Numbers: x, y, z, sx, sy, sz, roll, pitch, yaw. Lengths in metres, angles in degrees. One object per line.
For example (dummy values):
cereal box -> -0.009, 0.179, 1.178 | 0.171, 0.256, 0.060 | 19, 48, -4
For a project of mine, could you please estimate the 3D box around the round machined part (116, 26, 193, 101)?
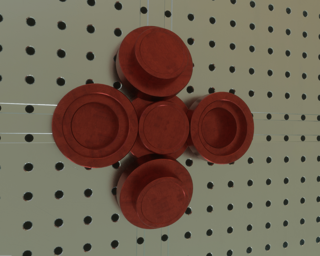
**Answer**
round machined part -> -0.003, -0.086, 0.391 | 0.099, 0.042, 0.098 | 5, 74, -17

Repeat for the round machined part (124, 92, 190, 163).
round machined part -> -0.001, -0.001, 0.403 | 0.099, 0.042, 0.097 | 0, 90, -21

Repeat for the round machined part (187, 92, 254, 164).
round machined part -> 0.078, 0.000, 0.433 | 0.099, 0.042, 0.097 | 0, 90, -21

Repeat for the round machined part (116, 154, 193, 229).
round machined part -> -0.002, 0.085, 0.391 | 0.099, 0.042, 0.097 | -6, 107, -19

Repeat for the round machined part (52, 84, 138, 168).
round machined part -> -0.079, -0.003, 0.374 | 0.099, 0.042, 0.097 | 0, 90, -21
